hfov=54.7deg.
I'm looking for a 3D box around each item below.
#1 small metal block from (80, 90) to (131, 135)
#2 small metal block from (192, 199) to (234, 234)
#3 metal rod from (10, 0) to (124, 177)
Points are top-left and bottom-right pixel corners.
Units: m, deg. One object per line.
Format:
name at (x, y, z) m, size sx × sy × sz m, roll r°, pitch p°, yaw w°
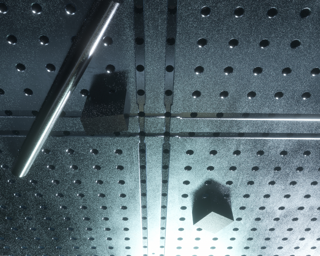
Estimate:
small metal block at (-0.065, -0.020, 0.378) m, size 0.050 × 0.050 × 0.025 m, roll -6°, pitch 130°, yaw 5°
small metal block at (0.093, 0.157, 0.548) m, size 0.050 × 0.025 × 0.050 m, roll 28°, pitch 125°, yaw -22°
metal rod at (-0.128, -0.033, 0.381) m, size 0.025 × 0.025 × 0.298 m, roll 26°, pitch 125°, yaw -21°
